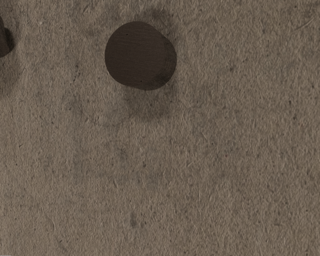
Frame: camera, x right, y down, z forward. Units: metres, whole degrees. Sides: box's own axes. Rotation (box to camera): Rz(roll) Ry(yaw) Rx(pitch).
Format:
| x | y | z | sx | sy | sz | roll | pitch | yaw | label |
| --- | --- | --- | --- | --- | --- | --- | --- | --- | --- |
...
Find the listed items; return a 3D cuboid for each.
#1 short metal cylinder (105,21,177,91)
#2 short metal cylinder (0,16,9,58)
| x | y | z | sx | sy | sz | roll | pitch | yaw | label |
| --- | --- | --- | --- | --- | --- | --- | --- | --- | --- |
| -0.024 | -0.091 | 0.403 | 0.080 | 0.050 | 0.079 | 0 | 90 | 19 | short metal cylinder |
| -0.281 | -0.141 | 0.477 | 0.080 | 0.080 | 0.050 | -16 | 85 | 19 | short metal cylinder |
